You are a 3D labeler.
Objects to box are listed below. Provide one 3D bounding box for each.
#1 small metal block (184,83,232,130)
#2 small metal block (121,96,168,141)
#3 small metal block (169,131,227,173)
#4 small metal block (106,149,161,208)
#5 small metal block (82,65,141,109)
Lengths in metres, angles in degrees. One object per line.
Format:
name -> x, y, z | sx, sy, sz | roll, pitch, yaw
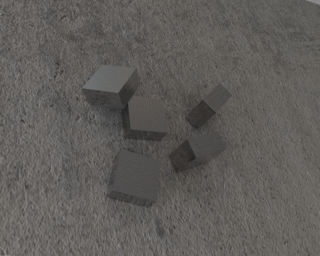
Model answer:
small metal block -> 0.069, -0.030, 0.443 | 0.025, 0.050, 0.050 | 45, 51, 3
small metal block -> -0.021, -0.012, 0.400 | 0.050, 0.025, 0.050 | 5, 59, -26
small metal block -> 0.047, 0.031, 0.394 | 0.050, 0.050, 0.025 | -12, 68, -33
small metal block -> -0.029, 0.058, 0.353 | 0.050, 0.025, 0.050 | 19, 54, -17
small metal block -> -0.060, -0.053, 0.388 | 0.050, 0.025, 0.050 | 10, 48, 21
